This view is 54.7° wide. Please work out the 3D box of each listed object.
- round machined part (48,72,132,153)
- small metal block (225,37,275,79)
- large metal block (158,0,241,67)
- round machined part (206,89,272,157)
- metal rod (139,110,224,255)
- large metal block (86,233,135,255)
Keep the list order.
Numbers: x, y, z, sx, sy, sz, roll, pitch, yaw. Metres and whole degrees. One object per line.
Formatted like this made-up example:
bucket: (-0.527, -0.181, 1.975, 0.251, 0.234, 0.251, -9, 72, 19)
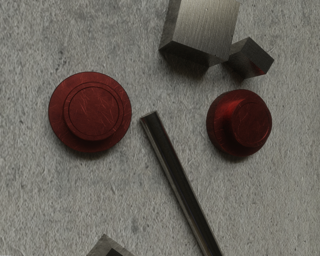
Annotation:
round machined part: (-0.081, -0.019, 0.370, 0.099, 0.042, 0.097, 0, 90, -20)
small metal block: (0.123, -0.098, 0.441, 0.050, 0.050, 0.025, 36, 79, -17)
large metal block: (0.052, -0.136, 0.415, 0.081, 0.050, 0.080, 14, 85, -20)
round machined part: (0.120, -0.007, 0.444, 0.099, 0.042, 0.097, 0, 90, -20)
metal rod: (0.047, 0.116, 0.426, 0.025, 0.025, 0.299, -28, 99, -18)
large metal block: (-0.059, 0.191, 0.374, 0.080, 0.050, 0.080, 43, 77, -15)
